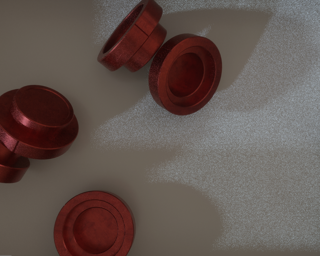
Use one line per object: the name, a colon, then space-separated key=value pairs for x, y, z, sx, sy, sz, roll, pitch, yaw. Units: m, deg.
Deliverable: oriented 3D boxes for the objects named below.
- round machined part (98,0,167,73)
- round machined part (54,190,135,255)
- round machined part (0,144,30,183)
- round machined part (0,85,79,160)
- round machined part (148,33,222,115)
round machined part: x=-0.029 y=-0.107 z=0.379 sx=0.042 sy=0.098 sz=0.098 roll=38 pitch=90 yaw=-24
round machined part: x=-0.080 y=0.129 z=0.397 sx=0.099 sy=0.042 sz=0.098 roll=0 pitch=80 yaw=1
round machined part: x=-0.202 y=0.022 z=0.374 sx=0.098 sy=0.098 sz=0.042 roll=32 pitch=90 yaw=0
round machined part: x=-0.144 y=-0.014 z=0.371 sx=0.098 sy=0.098 sz=0.042 roll=40 pitch=122 yaw=0
round machined part: x=0.027 y=-0.068 z=0.386 sx=0.099 sy=0.042 sz=0.097 roll=-18 pitch=123 yaw=-29
